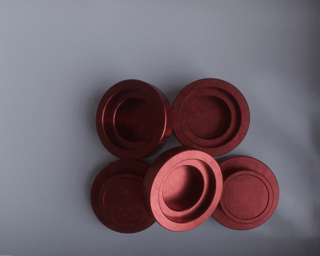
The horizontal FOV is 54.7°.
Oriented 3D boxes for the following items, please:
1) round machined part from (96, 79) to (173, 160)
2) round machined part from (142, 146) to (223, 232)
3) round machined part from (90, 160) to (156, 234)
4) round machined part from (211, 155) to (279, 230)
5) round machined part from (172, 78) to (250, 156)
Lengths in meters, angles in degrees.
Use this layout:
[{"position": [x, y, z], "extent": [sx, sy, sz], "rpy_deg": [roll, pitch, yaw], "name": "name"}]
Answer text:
[{"position": [-0.028, -0.010, 0.390], "extent": [0.098, 0.042, 0.097], "rpy_deg": [-1, 88, 25], "name": "round machined part"}, {"position": [0.023, 0.069, 0.371], "extent": [0.099, 0.042, 0.097], "rpy_deg": [-5, 101, -27], "name": "round machined part"}, {"position": [-0.042, 0.089, 0.402], "extent": [0.099, 0.042, 0.097], "rpy_deg": [0, 90, 0], "name": "round machined part"}, {"position": [0.107, 0.085, 0.404], "extent": [0.099, 0.042, 0.097], "rpy_deg": [0, 90, 0], "name": "round machined part"}, {"position": [0.062, -0.013, 0.403], "extent": [0.099, 0.042, 0.097], "rpy_deg": [0, 90, -1], "name": "round machined part"}]
